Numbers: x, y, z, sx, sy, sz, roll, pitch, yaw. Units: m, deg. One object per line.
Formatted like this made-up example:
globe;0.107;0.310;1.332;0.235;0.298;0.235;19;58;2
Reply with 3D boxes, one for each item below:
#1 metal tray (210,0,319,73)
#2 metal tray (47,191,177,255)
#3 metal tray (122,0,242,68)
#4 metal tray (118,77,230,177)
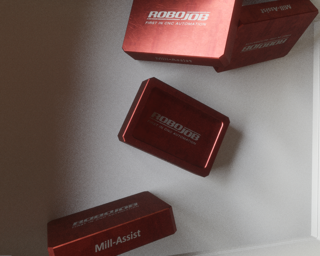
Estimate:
metal tray;0.139;-0.128;0.427;0.131;0.090;0.030;-16;65;-20
metal tray;-0.058;0.113;0.355;0.131;0.090;0.030;-14;95;-20
metal tray;0.025;-0.126;0.374;0.130;0.030;0.090;10;85;25
metal tray;0.021;0.001;0.416;0.131;0.030;0.090;26;81;-19
